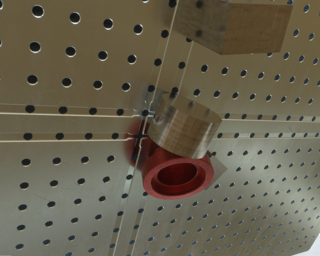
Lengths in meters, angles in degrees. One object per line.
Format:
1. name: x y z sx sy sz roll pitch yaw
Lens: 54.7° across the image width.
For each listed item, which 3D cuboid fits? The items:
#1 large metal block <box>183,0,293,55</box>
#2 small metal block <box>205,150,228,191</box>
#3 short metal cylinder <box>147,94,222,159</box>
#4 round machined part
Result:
1. large metal block: 0.084 -0.120 0.349 0.081 0.080 0.050 -9 122 -24
2. small metal block: 0.072 0.065 0.493 0.050 0.025 0.050 -46 130 4
3. short metal cylinder: 0.031 -0.004 0.392 0.081 0.080 0.050 10 113 -33
4. round machined part: 0.023 0.057 0.436 0.099 0.042 0.097 -6 136 -6
